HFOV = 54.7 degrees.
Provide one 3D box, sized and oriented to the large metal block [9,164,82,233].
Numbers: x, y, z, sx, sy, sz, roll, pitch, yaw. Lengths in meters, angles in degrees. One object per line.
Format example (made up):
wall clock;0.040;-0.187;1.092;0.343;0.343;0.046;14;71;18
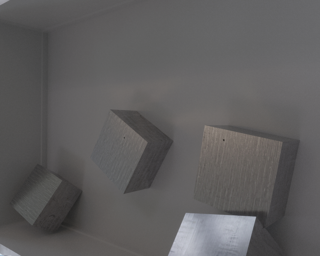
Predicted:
large metal block;-0.195;0.119;0.530;0.080;0.050;0.080;20;73;38

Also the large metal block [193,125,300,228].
large metal block;0.087;0.044;0.319;0.080;0.050;0.079;14;99;39

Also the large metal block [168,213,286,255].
large metal block;0.069;0.129;0.303;0.080;0.080;0.050;-12;38;43

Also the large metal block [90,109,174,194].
large metal block;-0.041;0.030;0.424;0.080;0.050;0.079;39;114;33
